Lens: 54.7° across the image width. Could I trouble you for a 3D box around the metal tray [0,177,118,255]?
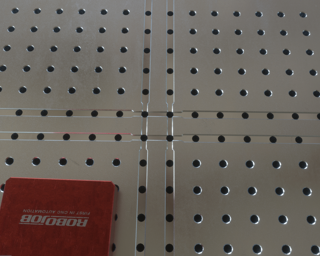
[{"bbox_3d":[-0.120,0.108,0.369,0.131,0.030,0.090,2,70,0],"label":"metal tray"}]
